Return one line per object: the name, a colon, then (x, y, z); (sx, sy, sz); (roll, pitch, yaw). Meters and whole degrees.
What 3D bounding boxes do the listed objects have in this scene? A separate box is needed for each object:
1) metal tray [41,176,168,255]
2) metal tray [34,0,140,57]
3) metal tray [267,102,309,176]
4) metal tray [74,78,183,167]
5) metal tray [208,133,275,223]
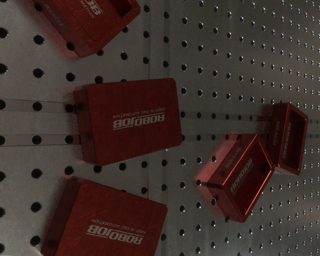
metal tray: (-0.057, 0.118, 0.360); (0.131, 0.030, 0.090); (28, 72, -37)
metal tray: (-0.089, -0.154, 0.331); (0.130, 0.030, 0.090); (52, 59, -27)
metal tray: (0.258, 0.024, 0.625); (0.090, 0.030, 0.129); (23, 75, -38)
metal tray: (-0.033, -0.012, 0.380); (0.131, 0.030, 0.089); (-12, 98, -40)
metal tray: (0.143, 0.082, 0.528); (0.131, 0.030, 0.090); (-47, 118, -30)
